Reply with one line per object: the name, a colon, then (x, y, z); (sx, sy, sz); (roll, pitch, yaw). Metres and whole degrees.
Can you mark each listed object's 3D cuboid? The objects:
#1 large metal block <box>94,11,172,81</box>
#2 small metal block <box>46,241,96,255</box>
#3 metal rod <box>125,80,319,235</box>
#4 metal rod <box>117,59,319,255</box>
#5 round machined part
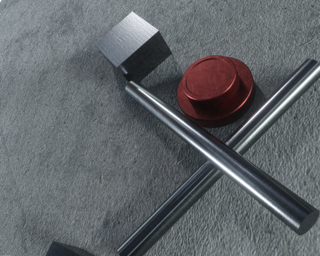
large metal block: (-0.042, -0.124, 0.484); (0.080, 0.050, 0.080); (-42, 51, -1)
small metal block: (-0.091, 0.150, 0.342); (0.050, 0.050, 0.025); (10, 67, 32)
metal rod: (0.038, 0.008, 0.351); (0.025, 0.025, 0.300); (-46, 43, -4)
metal rod: (0.070, 0.035, 0.345); (0.300, 0.025, 0.025); (-44, 51, -3)
round machined part: (0.066, -0.052, 0.389); (0.098, 0.042, 0.098); (-13, 56, 20)
